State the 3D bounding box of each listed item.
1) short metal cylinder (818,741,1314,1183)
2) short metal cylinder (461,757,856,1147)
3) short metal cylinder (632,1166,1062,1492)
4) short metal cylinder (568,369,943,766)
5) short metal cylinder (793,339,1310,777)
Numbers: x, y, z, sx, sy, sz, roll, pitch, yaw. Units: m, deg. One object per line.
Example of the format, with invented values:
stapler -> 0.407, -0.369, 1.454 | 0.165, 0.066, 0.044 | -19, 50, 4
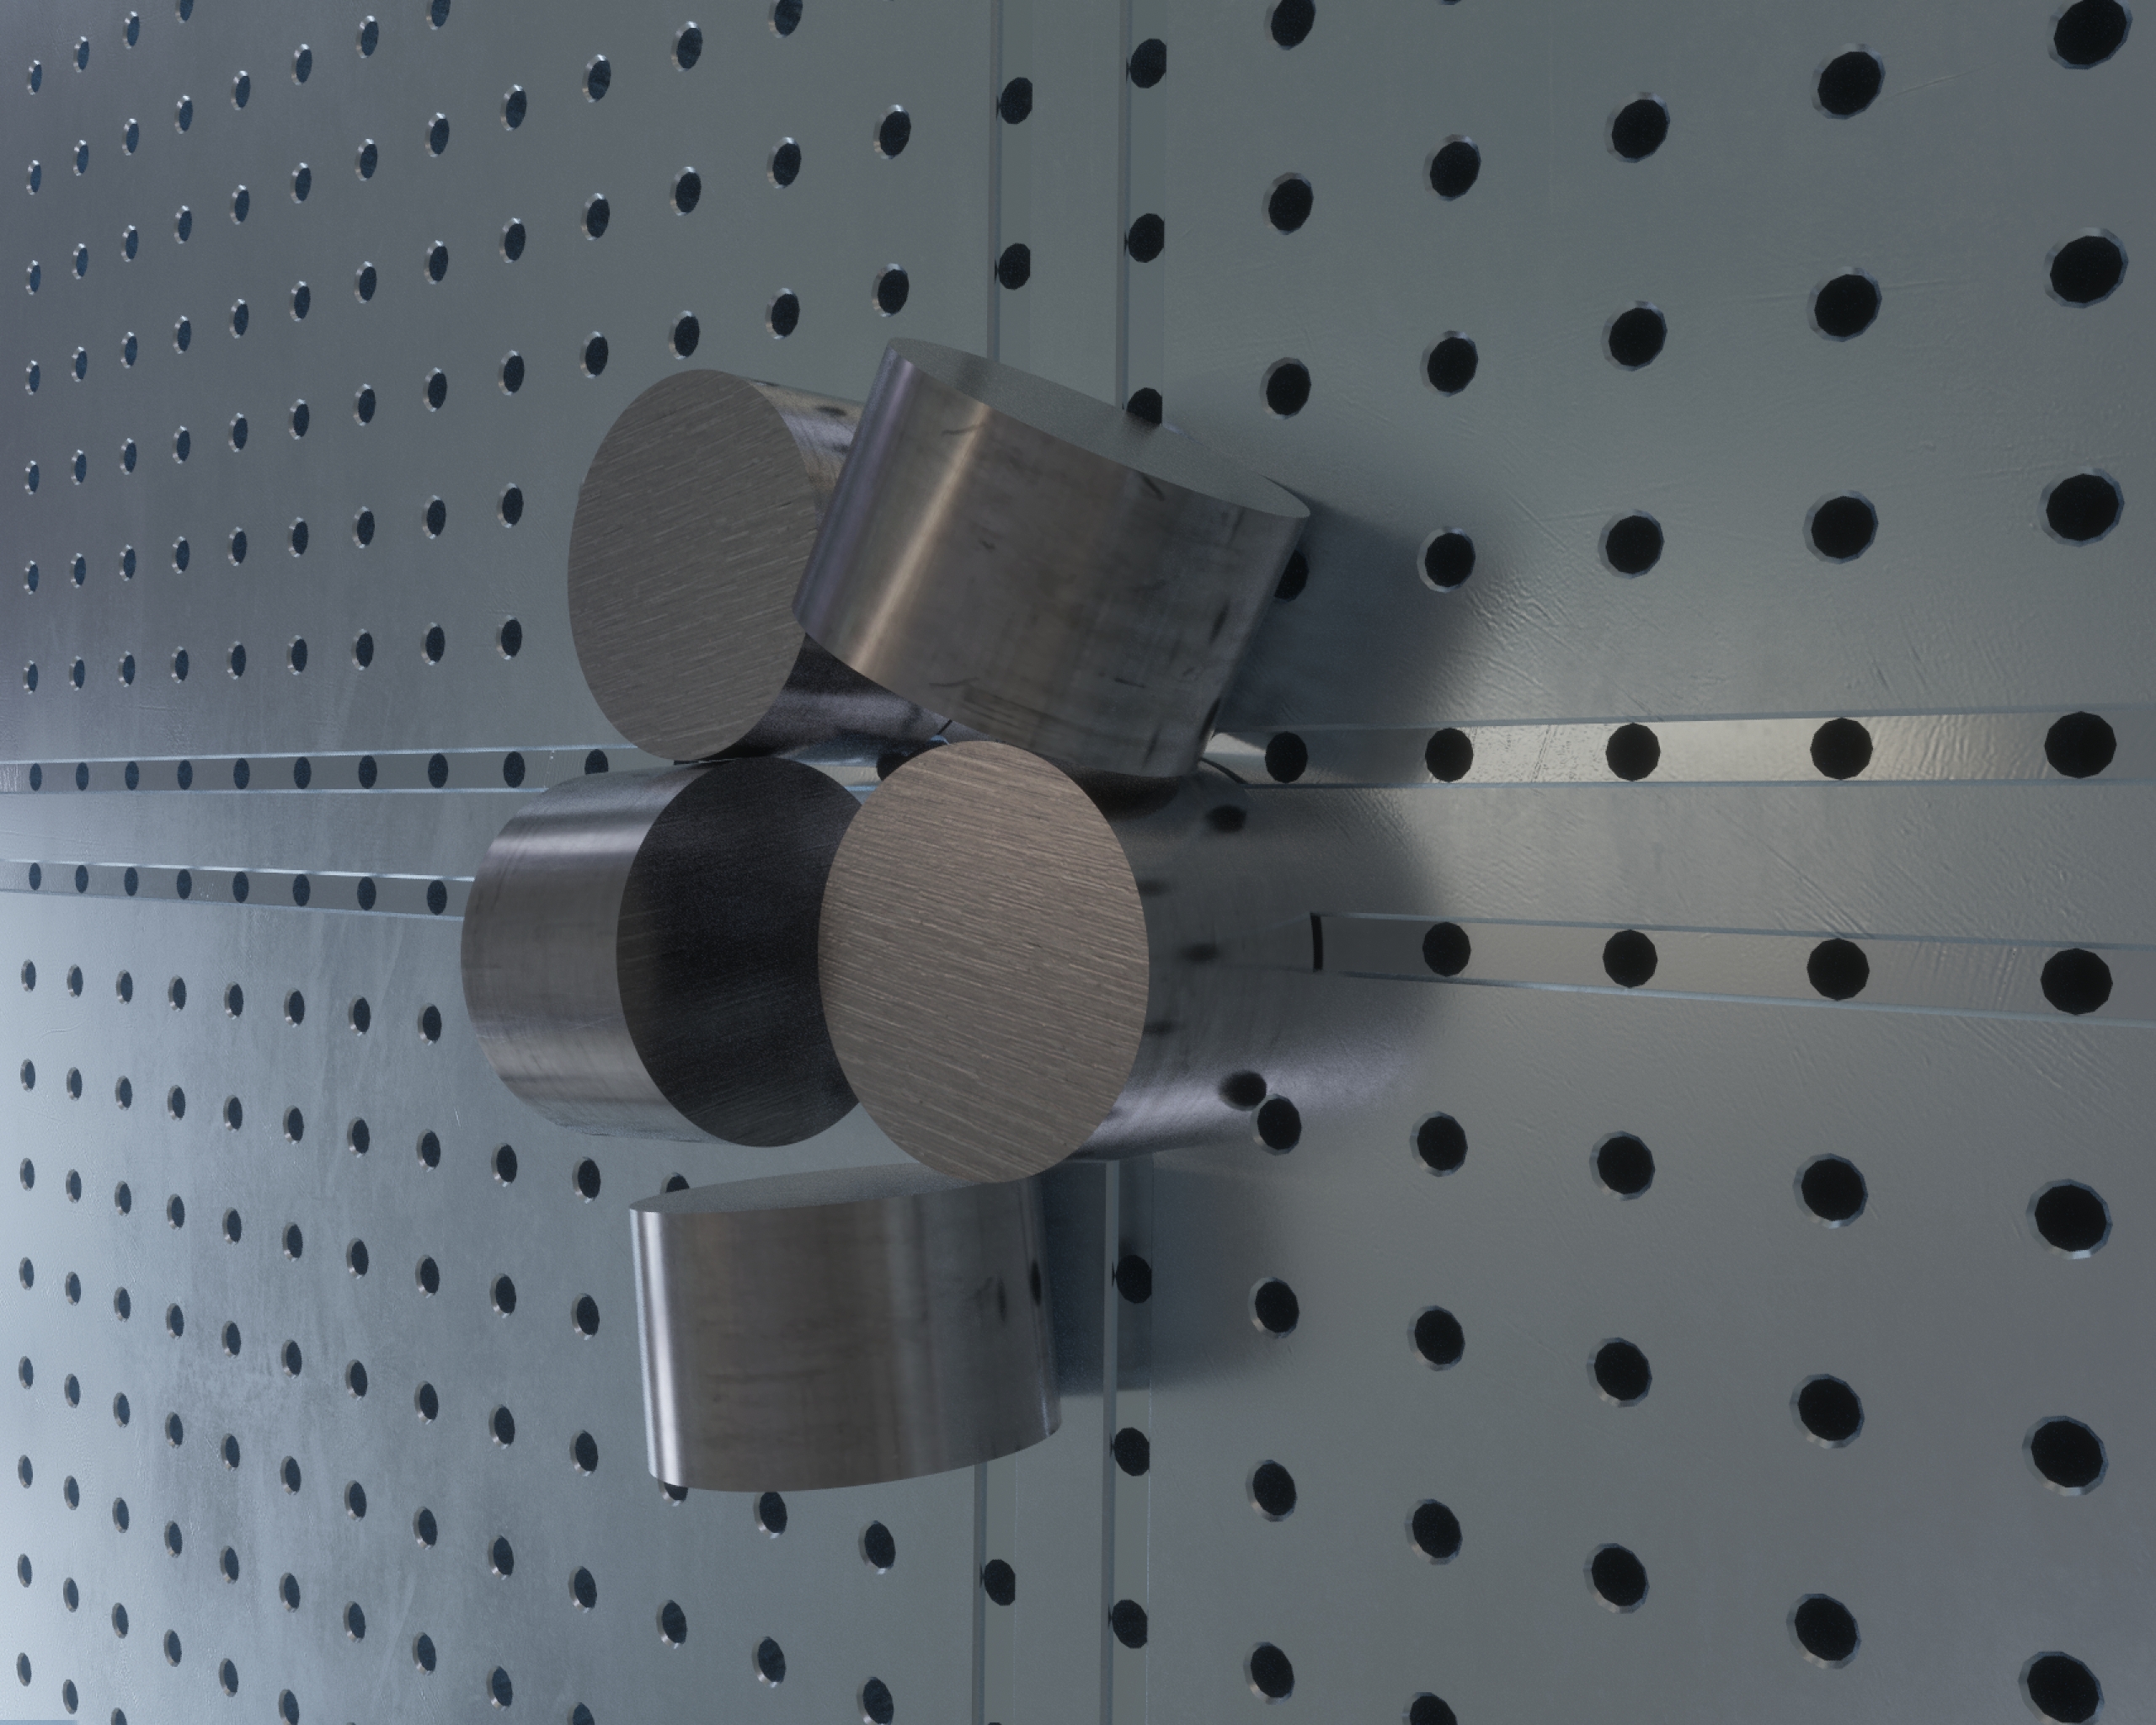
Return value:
short metal cylinder -> -0.003, 0.018, 0.396 | 0.080, 0.050, 0.079 | 1, 91, 39
short metal cylinder -> -0.081, 0.019, 0.442 | 0.050, 0.081, 0.080 | -3, 88, 39
short metal cylinder -> -0.045, 0.088, 0.410 | 0.080, 0.081, 0.050 | -8, 86, 40
short metal cylinder -> -0.064, -0.061, 0.445 | 0.080, 0.050, 0.079 | 0, 91, 41
short metal cylinder -> -0.005, -0.056, 0.378 | 0.080, 0.081, 0.050 | 35, 111, 34
